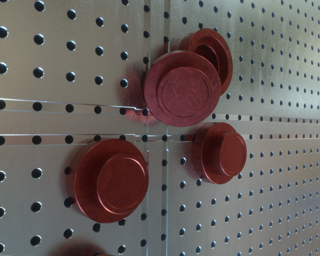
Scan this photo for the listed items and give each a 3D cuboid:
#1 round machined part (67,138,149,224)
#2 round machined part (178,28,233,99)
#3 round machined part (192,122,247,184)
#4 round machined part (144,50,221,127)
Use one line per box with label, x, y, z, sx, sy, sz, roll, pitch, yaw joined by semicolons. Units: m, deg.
round machined part;-0.052;0.061;0.356;0.099;0.042;0.097;0;90;-40
round machined part;0.059;-0.090;0.450;0.099;0.042;0.097;0;90;-40
round machined part;0.099;0.040;0.484;0.099;0.042;0.097;0;90;-40
round machined part;0.029;-0.046;0.391;0.099;0.042;0.097;-2;110;-4
